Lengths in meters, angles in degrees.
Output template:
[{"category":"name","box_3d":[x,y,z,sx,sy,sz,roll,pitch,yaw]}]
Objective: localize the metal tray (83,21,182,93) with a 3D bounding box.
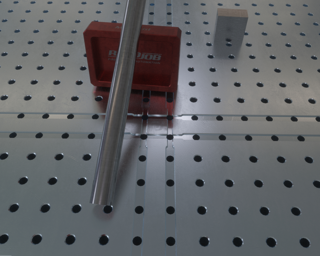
[{"category":"metal tray","box_3d":[-0.037,-0.101,0.447,0.131,0.089,0.030,5,41,4]}]

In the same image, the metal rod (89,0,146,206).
[{"category":"metal rod","box_3d":[-0.045,-0.060,0.376,0.025,0.025,0.299,7,76,5]}]

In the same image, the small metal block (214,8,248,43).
[{"category":"small metal block","box_3d":[0.123,-0.179,0.543,0.050,0.050,0.025,4,50,3]}]
